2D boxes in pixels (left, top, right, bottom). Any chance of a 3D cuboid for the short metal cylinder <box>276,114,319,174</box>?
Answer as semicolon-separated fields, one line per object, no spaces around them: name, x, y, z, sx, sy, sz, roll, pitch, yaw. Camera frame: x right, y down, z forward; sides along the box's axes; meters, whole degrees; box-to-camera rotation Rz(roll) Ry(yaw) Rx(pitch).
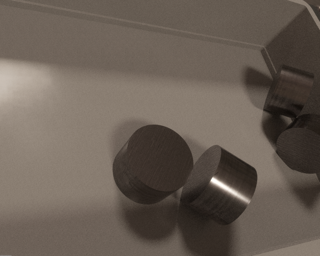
short metal cylinder;0.232;0.024;0.484;0.050;0.080;0.080;-34;81;-38

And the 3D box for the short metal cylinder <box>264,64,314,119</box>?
short metal cylinder;0.214;-0.061;0.517;0.050;0.080;0.080;21;51;10

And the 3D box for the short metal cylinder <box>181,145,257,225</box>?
short metal cylinder;0.069;0.067;0.368;0.050;0.080;0.080;32;51;-8

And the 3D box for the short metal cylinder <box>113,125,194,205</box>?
short metal cylinder;-0.009;0.043;0.360;0.081;0.050;0.080;14;56;-21
